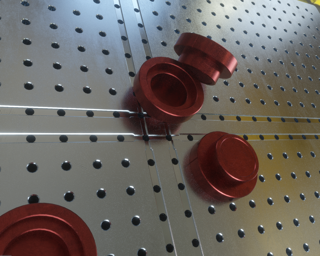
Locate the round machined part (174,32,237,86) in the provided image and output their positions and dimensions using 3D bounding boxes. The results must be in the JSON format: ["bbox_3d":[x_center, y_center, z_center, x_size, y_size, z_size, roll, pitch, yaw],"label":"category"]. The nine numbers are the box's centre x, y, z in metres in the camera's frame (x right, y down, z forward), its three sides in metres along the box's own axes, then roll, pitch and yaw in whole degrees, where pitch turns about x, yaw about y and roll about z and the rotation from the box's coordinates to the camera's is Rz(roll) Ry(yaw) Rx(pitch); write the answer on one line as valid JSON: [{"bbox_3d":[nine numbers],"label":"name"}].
[{"bbox_3d":[0.063,-0.099,0.470,0.098,0.098,0.042,29,88,-10],"label":"round machined part"}]

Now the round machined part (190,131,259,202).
[{"bbox_3d":[0.094,0.047,0.421,0.099,0.042,0.098,14,56,-21],"label":"round machined part"}]

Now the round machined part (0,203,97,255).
[{"bbox_3d":[-0.108,0.118,0.267,0.099,0.042,0.098,14,56,-21],"label":"round machined part"}]

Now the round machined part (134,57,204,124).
[{"bbox_3d":[0.009,-0.048,0.433,0.099,0.042,0.098,14,56,-21],"label":"round machined part"}]
